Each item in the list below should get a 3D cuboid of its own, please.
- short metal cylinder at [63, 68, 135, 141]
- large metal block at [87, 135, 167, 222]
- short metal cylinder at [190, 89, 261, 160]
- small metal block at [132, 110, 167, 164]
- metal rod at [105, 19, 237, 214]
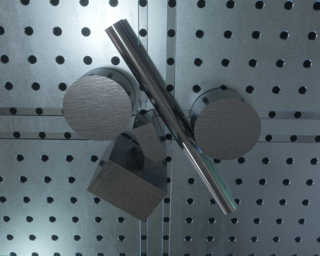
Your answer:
[{"bbox_3d":[-0.073,-0.030,0.384,0.081,0.050,0.079,0,110,0],"label":"short metal cylinder"},{"bbox_3d":[-0.038,0.061,0.401,0.080,0.080,0.050,33,108,-11],"label":"large metal block"},{"bbox_3d":[0.081,-0.006,0.395,0.081,0.050,0.079,0,110,0],"label":"short metal cylinder"},{"bbox_3d":[-0.012,0.010,0.399,0.025,0.050,0.050,-20,109,7],"label":"small metal block"},{"bbox_3d":[0.024,-0.002,0.409,0.025,0.025,0.299,-30,108,10],"label":"metal rod"}]
